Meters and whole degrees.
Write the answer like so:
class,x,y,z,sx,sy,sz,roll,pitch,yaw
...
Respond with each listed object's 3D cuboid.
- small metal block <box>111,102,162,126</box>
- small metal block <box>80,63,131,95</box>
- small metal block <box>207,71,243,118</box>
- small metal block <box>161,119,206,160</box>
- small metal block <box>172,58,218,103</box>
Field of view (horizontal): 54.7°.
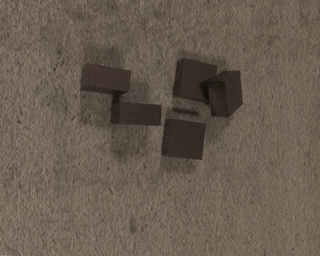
class,x,y,z,sx,sy,sz,roll,pitch,yaw
small metal block,-0.031,-0.017,0.385,0.050,0.050,0.025,3,89,-20
small metal block,-0.066,-0.057,0.372,0.050,0.050,0.025,6,88,-20
small metal block,0.091,-0.048,0.426,0.050,0.025,0.050,-36,123,-46
small metal block,0.032,0.016,0.422,0.050,0.025,0.050,8,88,-20
small metal block,0.048,-0.065,0.428,0.050,0.025,0.050,9,87,-20
